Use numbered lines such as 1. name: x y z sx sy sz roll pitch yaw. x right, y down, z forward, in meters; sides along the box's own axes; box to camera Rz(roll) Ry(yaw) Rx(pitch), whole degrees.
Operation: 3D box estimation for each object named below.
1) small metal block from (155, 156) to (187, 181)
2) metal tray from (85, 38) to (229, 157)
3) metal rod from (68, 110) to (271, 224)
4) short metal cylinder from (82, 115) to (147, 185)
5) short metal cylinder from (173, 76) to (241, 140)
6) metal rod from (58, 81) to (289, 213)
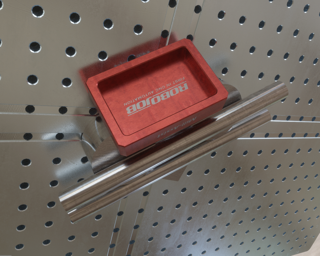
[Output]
1. small metal block: 0.013 0.047 0.448 0.050 0.025 0.050 16 110 -35
2. metal tray: -0.003 -0.037 0.344 0.131 0.090 0.030 -26 160 -13
3. metal rod: 0.021 0.044 0.418 0.302 0.025 0.025 -26 128 -13
4. short metal cylinder: -0.051 0.024 0.383 0.081 0.050 0.079 -14 125 -21
5. short metal cylinder: 0.060 -0.030 0.412 0.081 0.050 0.079 -14 125 -21
6. metal rod: 0.026 0.016 0.371 0.302 0.025 0.025 -27 128 -12
